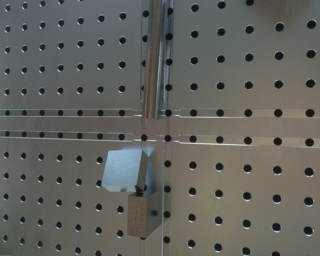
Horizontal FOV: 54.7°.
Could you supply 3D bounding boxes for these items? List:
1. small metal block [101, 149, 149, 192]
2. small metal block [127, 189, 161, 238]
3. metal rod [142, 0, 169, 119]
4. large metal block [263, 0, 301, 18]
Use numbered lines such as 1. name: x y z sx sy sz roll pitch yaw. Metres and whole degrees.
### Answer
1. small metal block: -0.046 0.058 0.416 0.050 0.025 0.050 -4 59 19
2. small metal block: -0.020 0.109 0.405 0.025 0.050 0.050 1 91 20
3. metal rod: -0.001 -0.161 0.412 0.025 0.025 0.298 5 92 19
4. large metal block: 0.127 -0.179 0.339 0.050 0.080 0.080 -46 76 14
